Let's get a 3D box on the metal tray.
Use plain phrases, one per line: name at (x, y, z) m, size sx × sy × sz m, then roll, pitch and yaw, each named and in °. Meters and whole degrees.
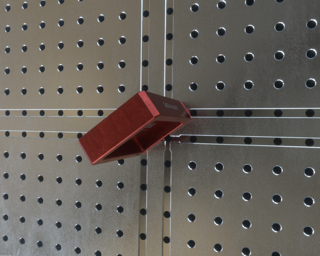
metal tray at (-0.022, 0.001, 0.364) m, size 0.090 × 0.130 × 0.030 m, roll -36°, pitch 78°, yaw 16°
